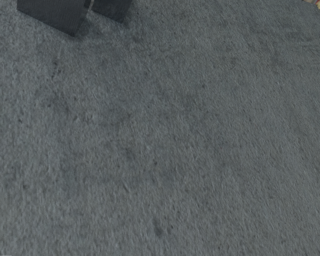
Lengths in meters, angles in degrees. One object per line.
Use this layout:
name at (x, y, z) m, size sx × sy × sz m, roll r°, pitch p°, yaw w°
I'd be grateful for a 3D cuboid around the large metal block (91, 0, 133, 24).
large metal block at (-0.061, -0.224, 0.474) m, size 0.050 × 0.080 × 0.080 m, roll 21°, pitch 54°, yaw -17°

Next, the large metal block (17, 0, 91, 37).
large metal block at (-0.134, -0.181, 0.407) m, size 0.080 × 0.080 × 0.050 m, roll 24°, pitch 53°, yaw -14°
